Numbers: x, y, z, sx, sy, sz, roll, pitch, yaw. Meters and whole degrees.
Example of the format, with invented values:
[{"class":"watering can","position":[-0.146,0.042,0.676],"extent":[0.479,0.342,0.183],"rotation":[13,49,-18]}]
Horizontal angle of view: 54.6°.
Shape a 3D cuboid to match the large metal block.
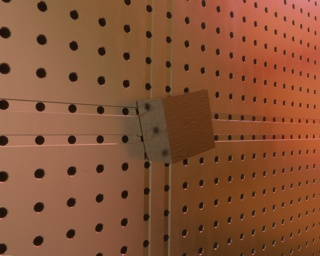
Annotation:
[{"class":"large metal block","position":[0.023,-0.004,0.410],"extent":[0.081,0.050,0.080],"rotation":[-16,100,-39]}]
